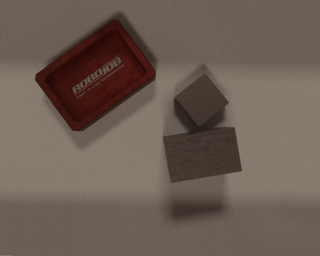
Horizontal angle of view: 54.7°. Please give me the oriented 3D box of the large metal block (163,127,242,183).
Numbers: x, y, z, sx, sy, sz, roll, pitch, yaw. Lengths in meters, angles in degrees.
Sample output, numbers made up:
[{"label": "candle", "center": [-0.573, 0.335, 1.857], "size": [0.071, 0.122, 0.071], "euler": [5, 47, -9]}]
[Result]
[{"label": "large metal block", "center": [0.048, 0.030, 0.385], "size": [0.080, 0.080, 0.050], "euler": [-10, 90, 0]}]

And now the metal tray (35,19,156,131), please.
[{"label": "metal tray", "center": [-0.082, -0.067, 0.407], "size": [0.130, 0.030, 0.090], "euler": [-36, 90, -1]}]

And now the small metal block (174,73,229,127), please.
[{"label": "small metal block", "center": [0.054, -0.036, 0.412], "size": [0.050, 0.025, 0.050], "euler": [-39, 91, 0]}]
